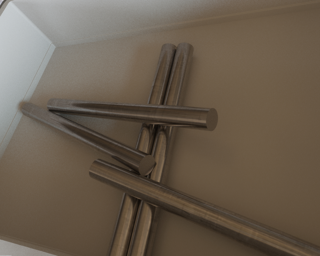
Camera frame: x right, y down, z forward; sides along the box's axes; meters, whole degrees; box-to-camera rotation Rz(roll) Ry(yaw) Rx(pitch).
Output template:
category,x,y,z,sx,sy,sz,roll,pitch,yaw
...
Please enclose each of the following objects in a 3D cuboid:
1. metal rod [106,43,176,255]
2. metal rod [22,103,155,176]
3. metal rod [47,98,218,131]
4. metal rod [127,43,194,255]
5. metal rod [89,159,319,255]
category,x,y,z,sx,sy,sz,roll,pitch,yaw
metal rod,-0.016,0.013,0.401,0.025,0.025,0.300,-1,61,27
metal rod,-0.123,0.005,0.447,0.300,0.025,0.025,19,72,40
metal rod,-0.061,-0.023,0.423,0.300,0.025,0.025,7,65,38
metal rod,0.006,0.015,0.388,0.025,0.025,0.300,-1,61,27
metal rod,0.051,0.087,0.301,0.300,0.025,0.025,17,70,28
